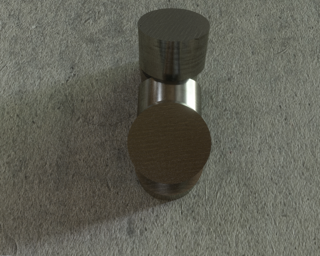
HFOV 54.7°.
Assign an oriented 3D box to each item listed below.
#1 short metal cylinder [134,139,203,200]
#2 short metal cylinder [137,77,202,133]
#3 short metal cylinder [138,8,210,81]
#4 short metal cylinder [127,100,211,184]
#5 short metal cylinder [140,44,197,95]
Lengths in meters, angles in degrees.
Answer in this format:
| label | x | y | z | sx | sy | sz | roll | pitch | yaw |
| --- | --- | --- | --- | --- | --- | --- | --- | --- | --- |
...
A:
| label | x | y | z | sx | sy | sz | roll | pitch | yaw |
| --- | --- | --- | --- | --- | --- | --- | --- | --- | --- |
| short metal cylinder | 0.010 | 0.046 | 0.380 | 0.081 | 0.050 | 0.080 | 0 | 70 | 0 |
| short metal cylinder | 0.012 | -0.025 | 0.390 | 0.080 | 0.080 | 0.050 | 1 | 70 | 0 |
| short metal cylinder | 0.015 | -0.099 | 0.364 | 0.081 | 0.050 | 0.080 | 1 | 45 | -1 |
| short metal cylinder | 0.009 | 0.012 | 0.321 | 0.080 | 0.050 | 0.079 | 0 | 98 | 1 |
| short metal cylinder | 0.013 | -0.081 | 0.426 | 0.081 | 0.050 | 0.080 | 0 | 70 | 0 |
